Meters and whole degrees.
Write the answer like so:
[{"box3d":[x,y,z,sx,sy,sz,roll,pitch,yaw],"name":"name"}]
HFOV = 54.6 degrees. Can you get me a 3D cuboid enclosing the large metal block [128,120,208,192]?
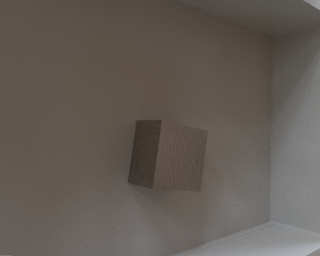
[{"box3d":[0.011,0.036,0.399,0.081,0.050,0.080,13,82,-39],"name":"large metal block"}]
